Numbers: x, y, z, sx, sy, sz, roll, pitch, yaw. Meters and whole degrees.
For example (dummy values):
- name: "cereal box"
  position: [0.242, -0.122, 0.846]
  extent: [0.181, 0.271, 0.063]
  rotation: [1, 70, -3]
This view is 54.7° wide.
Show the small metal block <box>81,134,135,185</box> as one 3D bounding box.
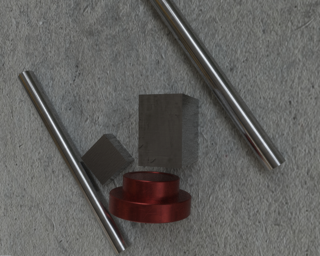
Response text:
- name: "small metal block"
  position: [-0.073, 0.043, 0.434]
  extent: [0.050, 0.025, 0.050]
  rotation: [-45, 77, 14]

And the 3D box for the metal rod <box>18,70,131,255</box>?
- name: "metal rod"
  position: [-0.129, 0.043, 0.452]
  extent: [0.025, 0.025, 0.299]
  rotation: [-35, 79, 16]

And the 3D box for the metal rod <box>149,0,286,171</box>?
- name: "metal rod"
  position: [0.057, -0.080, 0.388]
  extent: [0.025, 0.025, 0.299]
  rotation: [-35, 79, 16]

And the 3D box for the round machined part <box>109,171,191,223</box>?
- name: "round machined part"
  position: [-0.011, 0.078, 0.373]
  extent: [0.098, 0.098, 0.042]
  rotation: [4, 91, 19]

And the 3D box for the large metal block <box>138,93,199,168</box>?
- name: "large metal block"
  position: [0.013, 0.003, 0.374]
  extent: [0.050, 0.080, 0.079]
  rotation: [0, 90, 20]
